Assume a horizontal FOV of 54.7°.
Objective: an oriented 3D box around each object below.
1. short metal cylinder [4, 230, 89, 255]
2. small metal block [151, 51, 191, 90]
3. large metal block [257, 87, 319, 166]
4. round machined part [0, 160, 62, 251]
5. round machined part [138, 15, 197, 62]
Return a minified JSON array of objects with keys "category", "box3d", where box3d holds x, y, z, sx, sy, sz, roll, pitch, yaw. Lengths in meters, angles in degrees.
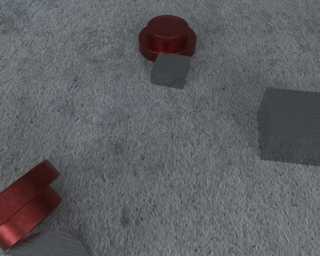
[{"category":"short metal cylinder","box3d":[-0.097,0.138,0.270,0.081,0.050,0.080,0,50,0]},{"category":"small metal block","box3d":[0.017,-0.089,0.479,0.050,0.025,0.050,12,51,9]},{"category":"large metal block","box3d":[0.172,-0.002,0.391,0.080,0.050,0.080,6,50,5]},{"category":"round machined part","box3d":[-0.136,0.078,0.301,0.042,0.098,0.098,51,60,-7]},{"category":"round machined part","box3d":[0.013,-0.154,0.522,0.099,0.042,0.098,0,50,0]}]
